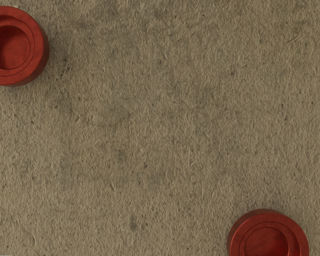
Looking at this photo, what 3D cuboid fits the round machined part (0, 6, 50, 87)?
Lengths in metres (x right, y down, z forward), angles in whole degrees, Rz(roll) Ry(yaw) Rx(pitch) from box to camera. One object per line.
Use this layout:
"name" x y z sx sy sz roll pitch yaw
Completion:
"round machined part" -0.192 -0.101 0.400 0.099 0.042 0.097 0 90 0

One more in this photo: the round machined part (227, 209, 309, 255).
"round machined part" 0.135 0.153 0.402 0.099 0.042 0.097 0 90 0
